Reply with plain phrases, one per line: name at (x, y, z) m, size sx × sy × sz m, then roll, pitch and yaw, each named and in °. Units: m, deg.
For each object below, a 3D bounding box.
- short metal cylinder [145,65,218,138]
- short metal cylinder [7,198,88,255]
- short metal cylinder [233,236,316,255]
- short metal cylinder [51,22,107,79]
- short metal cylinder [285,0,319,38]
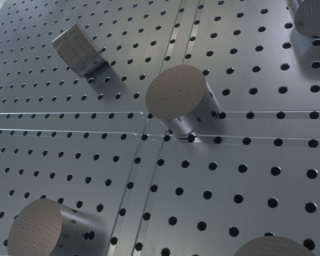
short metal cylinder at (0.028, -0.033, 0.398) m, size 0.080 × 0.050 × 0.080 m, roll -13°, pitch 56°, yaw 21°
short metal cylinder at (-0.137, 0.133, 0.382) m, size 0.080 × 0.050 × 0.080 m, roll -13°, pitch 56°, yaw 21°
short metal cylinder at (0.100, 0.136, 0.256) m, size 0.080 × 0.050 × 0.080 m, roll -13°, pitch 56°, yaw 21°
short metal cylinder at (-0.136, -0.131, 0.524) m, size 0.050 × 0.080 × 0.080 m, roll -37°, pitch 51°, yaw 4°
short metal cylinder at (0.195, -0.154, 0.365) m, size 0.080 × 0.080 × 0.050 m, roll -15°, pitch 56°, yaw 20°
